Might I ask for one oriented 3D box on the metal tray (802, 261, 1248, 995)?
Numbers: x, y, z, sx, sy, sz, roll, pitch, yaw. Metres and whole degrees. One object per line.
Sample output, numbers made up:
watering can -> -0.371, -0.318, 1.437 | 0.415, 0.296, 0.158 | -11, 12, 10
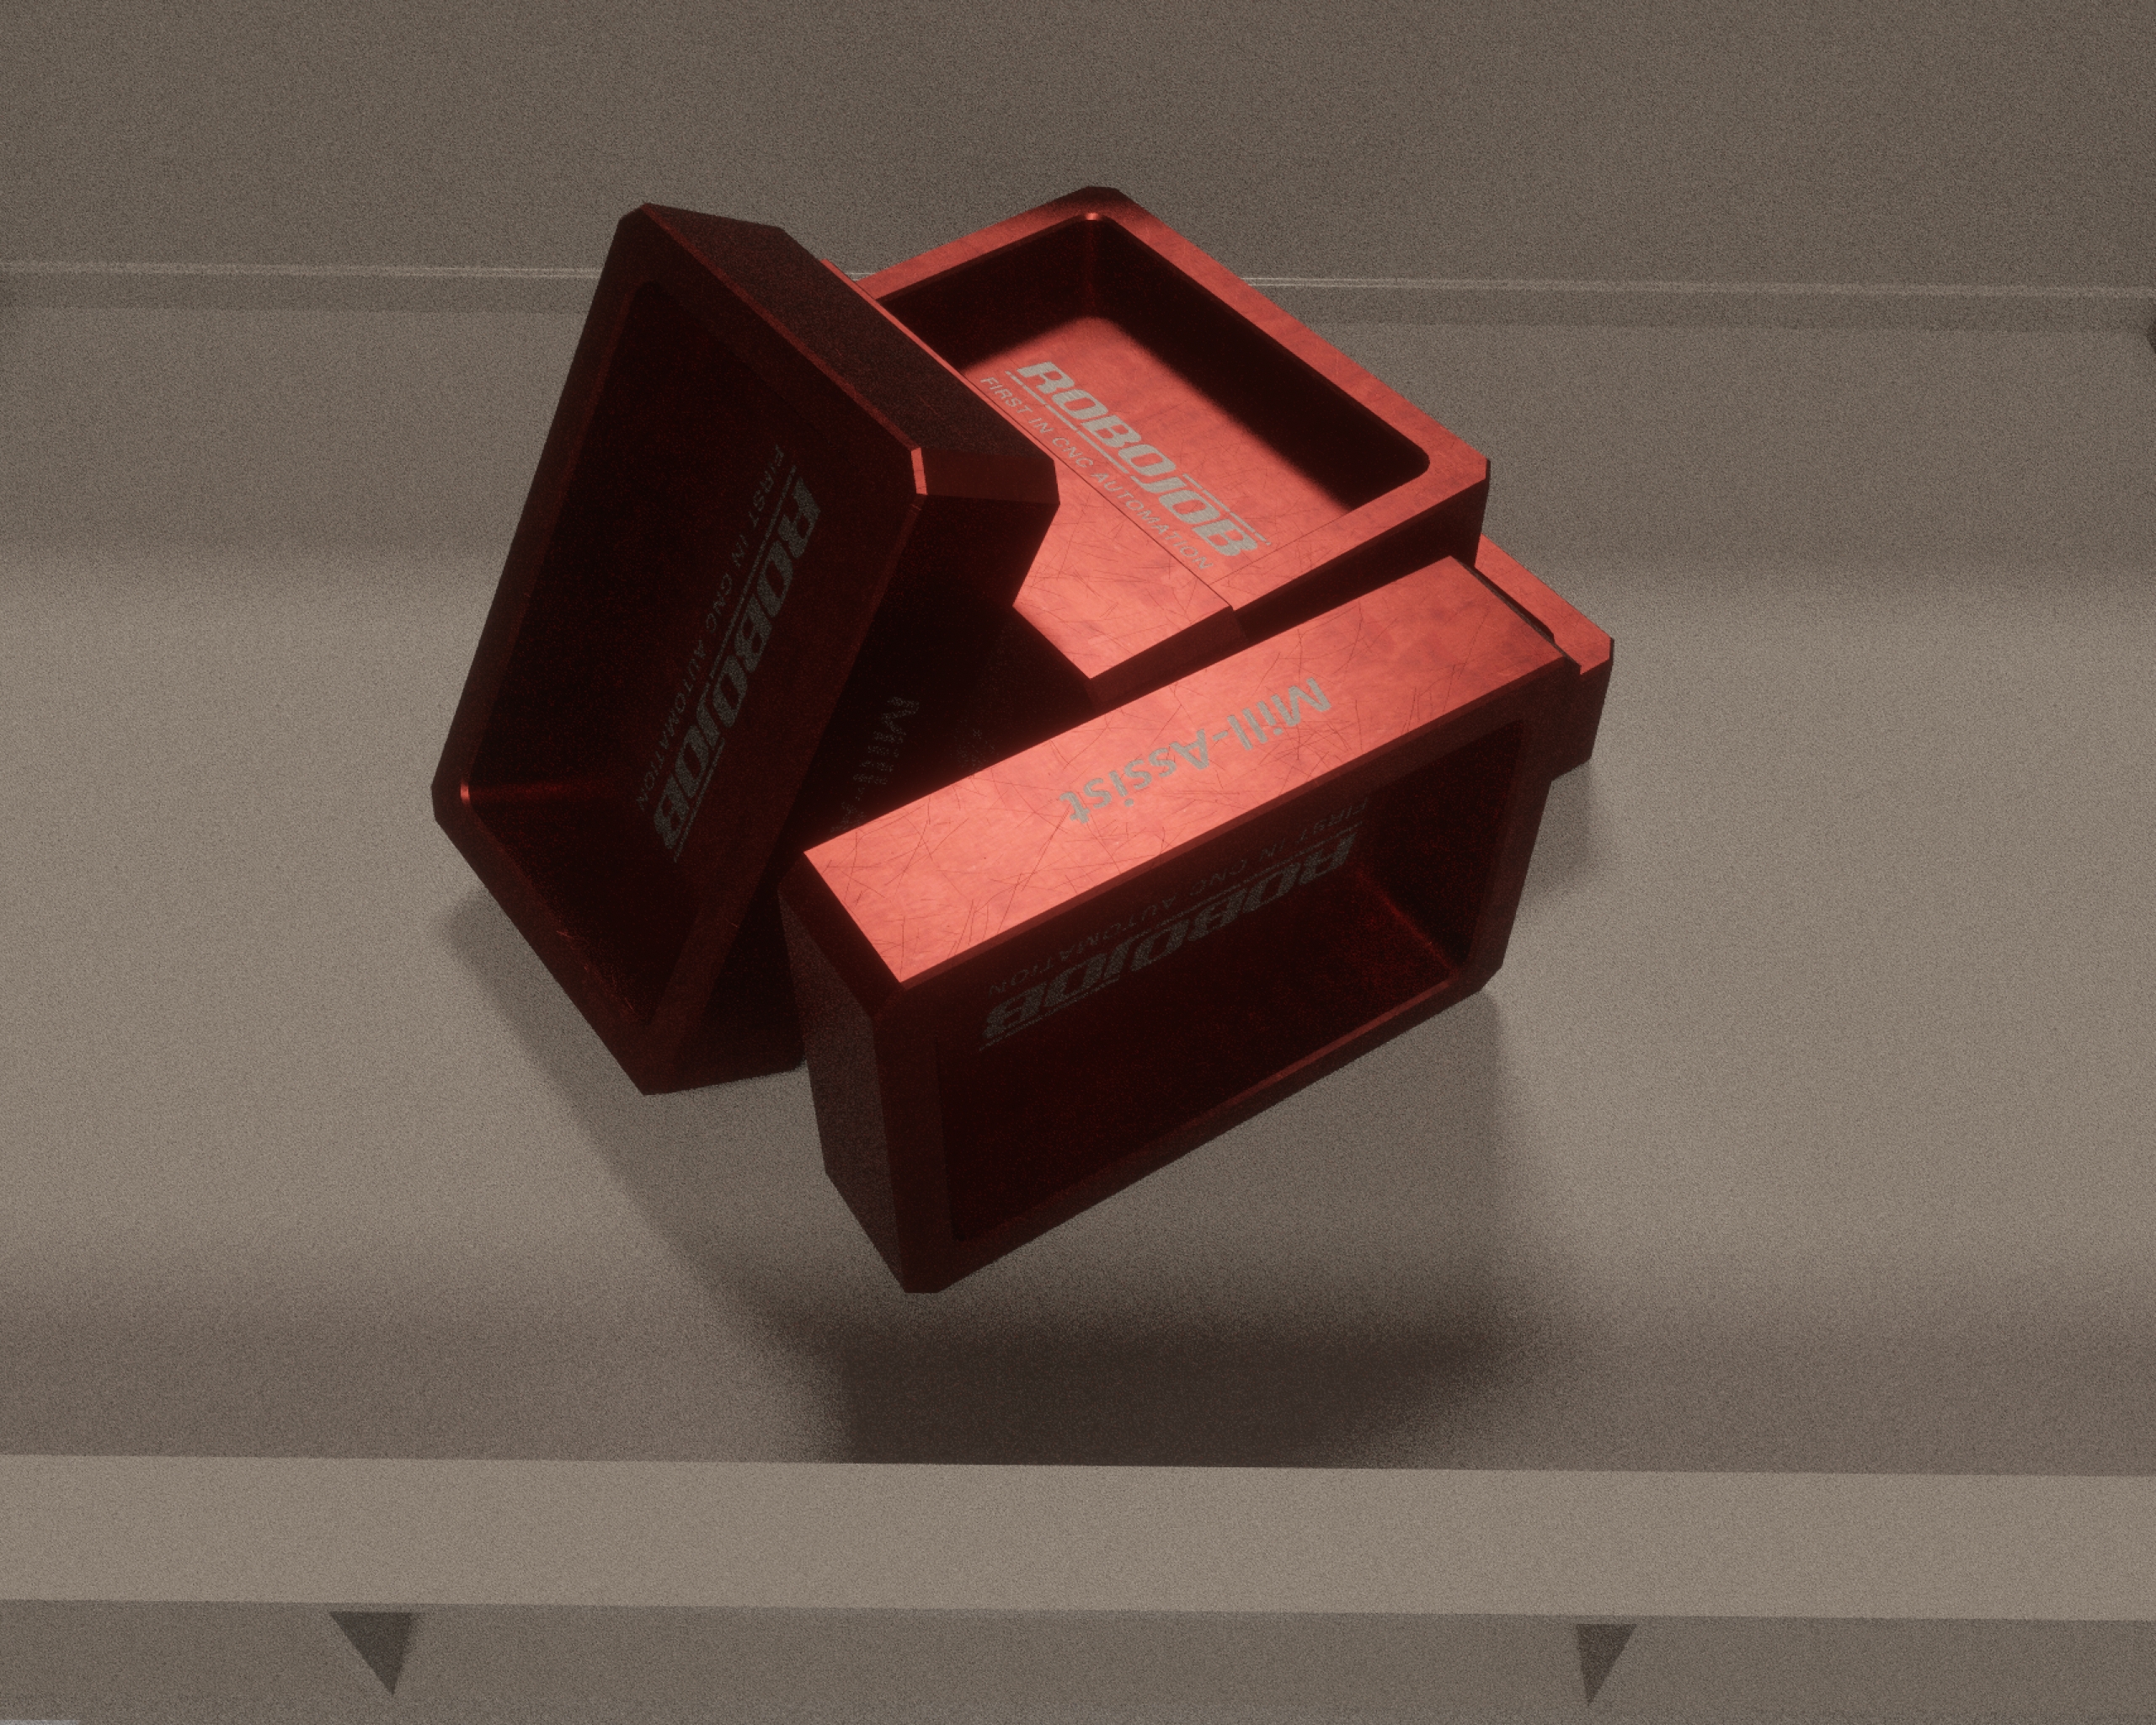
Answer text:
metal tray -> -0.023, -0.043, 0.396 | 0.030, 0.089, 0.130 | -30, 57, -23

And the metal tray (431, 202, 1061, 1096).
metal tray -> -0.064, -0.035, 0.366 | 0.030, 0.129, 0.090 | -6, 42, -47

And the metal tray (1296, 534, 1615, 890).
metal tray -> 0.037, -0.053, 0.447 | 0.091, 0.030, 0.130 | -28, 55, -20

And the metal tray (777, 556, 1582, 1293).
metal tray -> 0.018, 0.011, 0.351 | 0.131, 0.089, 0.030 | -26, 55, -21

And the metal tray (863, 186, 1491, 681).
metal tray -> 0.009, -0.086, 0.433 | 0.091, 0.030, 0.130 | -30, 56, -23
